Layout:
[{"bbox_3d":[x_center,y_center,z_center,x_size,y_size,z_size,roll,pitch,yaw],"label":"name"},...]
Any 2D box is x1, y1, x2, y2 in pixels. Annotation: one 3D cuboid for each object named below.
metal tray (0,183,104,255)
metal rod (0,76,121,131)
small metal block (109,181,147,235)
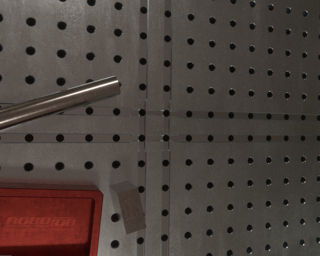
[{"bbox_3d":[-0.137,0.113,0.359,0.131,0.030,0.089,6,88,-20],"label":"metal tray"},{"bbox_3d":[-0.189,-0.006,0.342,0.302,0.025,0.025,-20,97,-19],"label":"metal rod"},{"bbox_3d":[-0.041,0.097,0.385,0.025,0.050,0.050,-13,95,-20],"label":"small metal block"}]
